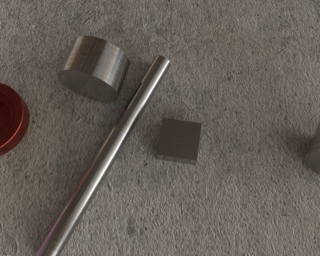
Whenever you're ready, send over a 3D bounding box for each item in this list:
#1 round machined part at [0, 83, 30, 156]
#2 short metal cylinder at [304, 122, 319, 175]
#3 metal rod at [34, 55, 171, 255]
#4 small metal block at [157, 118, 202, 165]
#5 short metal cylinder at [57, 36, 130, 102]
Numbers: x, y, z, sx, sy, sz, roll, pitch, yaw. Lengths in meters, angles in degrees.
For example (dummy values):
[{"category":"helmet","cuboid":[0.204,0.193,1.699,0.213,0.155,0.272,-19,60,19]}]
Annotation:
[{"category":"round machined part","cuboid":[-0.218,-0.007,0.400,0.099,0.042,0.098,0,70,0]},{"category":"short metal cylinder","cuboid":[0.223,0.029,0.370,0.080,0.080,0.050,28,73,9]},{"category":"metal rod","cuboid":[-0.065,0.029,0.396,0.025,0.025,0.300,26,72,9]},{"category":"small metal block","cuboid":[0.025,0.018,0.402,0.050,0.025,0.050,9,70,3]},{"category":"short metal cylinder","cuboid":[-0.085,-0.075,0.405,0.080,0.080,0.050,15,71,5]}]
